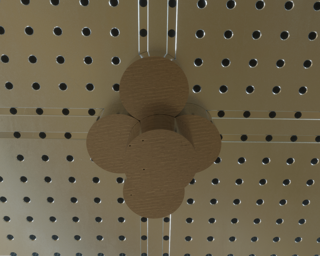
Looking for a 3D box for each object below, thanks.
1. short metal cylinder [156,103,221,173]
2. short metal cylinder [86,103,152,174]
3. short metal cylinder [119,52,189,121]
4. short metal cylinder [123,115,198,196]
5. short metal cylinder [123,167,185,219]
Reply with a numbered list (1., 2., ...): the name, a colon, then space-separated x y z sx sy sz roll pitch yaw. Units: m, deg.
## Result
1. short metal cylinder: 0.035 0.013 0.404 0.081 0.050 0.079 0 110 0
2. short metal cylinder: -0.050 0.012 0.404 0.081 0.050 0.079 0 110 0
3. short metal cylinder: -0.007 -0.051 0.381 0.081 0.050 0.079 -1 110 -1
4. short metal cylinder: 0.000 0.030 0.357 0.081 0.050 0.079 0 110 0
5. short metal cylinder: -0.008 0.076 0.427 0.081 0.050 0.079 0 108 -1
